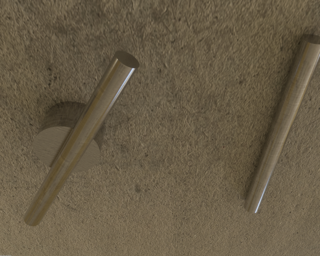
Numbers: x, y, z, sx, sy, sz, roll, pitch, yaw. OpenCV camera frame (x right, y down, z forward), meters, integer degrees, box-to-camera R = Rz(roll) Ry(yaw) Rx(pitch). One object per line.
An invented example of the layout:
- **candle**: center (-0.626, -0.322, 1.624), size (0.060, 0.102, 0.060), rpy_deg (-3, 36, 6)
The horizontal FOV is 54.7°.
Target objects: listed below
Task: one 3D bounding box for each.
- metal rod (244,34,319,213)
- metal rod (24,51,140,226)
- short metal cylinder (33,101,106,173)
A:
- **metal rod**: center (0.159, 0.019, 0.424), size (0.025, 0.025, 0.298), rpy_deg (1, 130, -1)
- **metal rod**: center (-0.108, 0.034, 0.369), size (0.025, 0.025, 0.298), rpy_deg (25, 126, -20)
- **short metal cylinder**: center (-0.114, 0.012, 0.400), size (0.081, 0.050, 0.079), rpy_deg (0, 130, 0)
